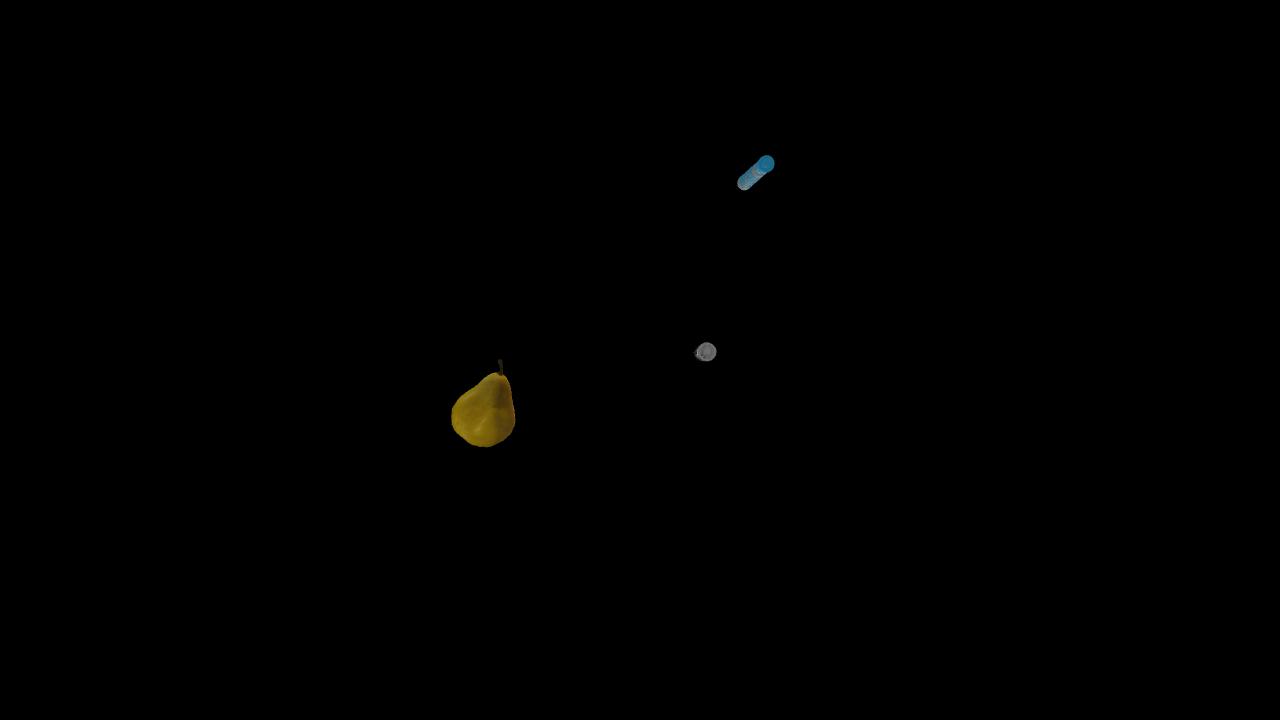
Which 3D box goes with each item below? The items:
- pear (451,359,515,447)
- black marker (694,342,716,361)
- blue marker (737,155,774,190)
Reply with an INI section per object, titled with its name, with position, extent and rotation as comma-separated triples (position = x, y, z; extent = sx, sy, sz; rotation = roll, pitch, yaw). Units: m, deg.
[pear]
position = -0.187, 0.054, 0.781
extent = 0.080, 0.111, 0.080
rotation = 33, 14, -9
[black marker]
position = 0.069, -0.008, 0.665
extent = 0.020, 0.020, 0.121
rotation = 0, 0, 3
[blue marker]
position = 0.139, -0.225, 0.741
extent = 0.020, 0.020, 0.121
rotation = 0, 5, -3
